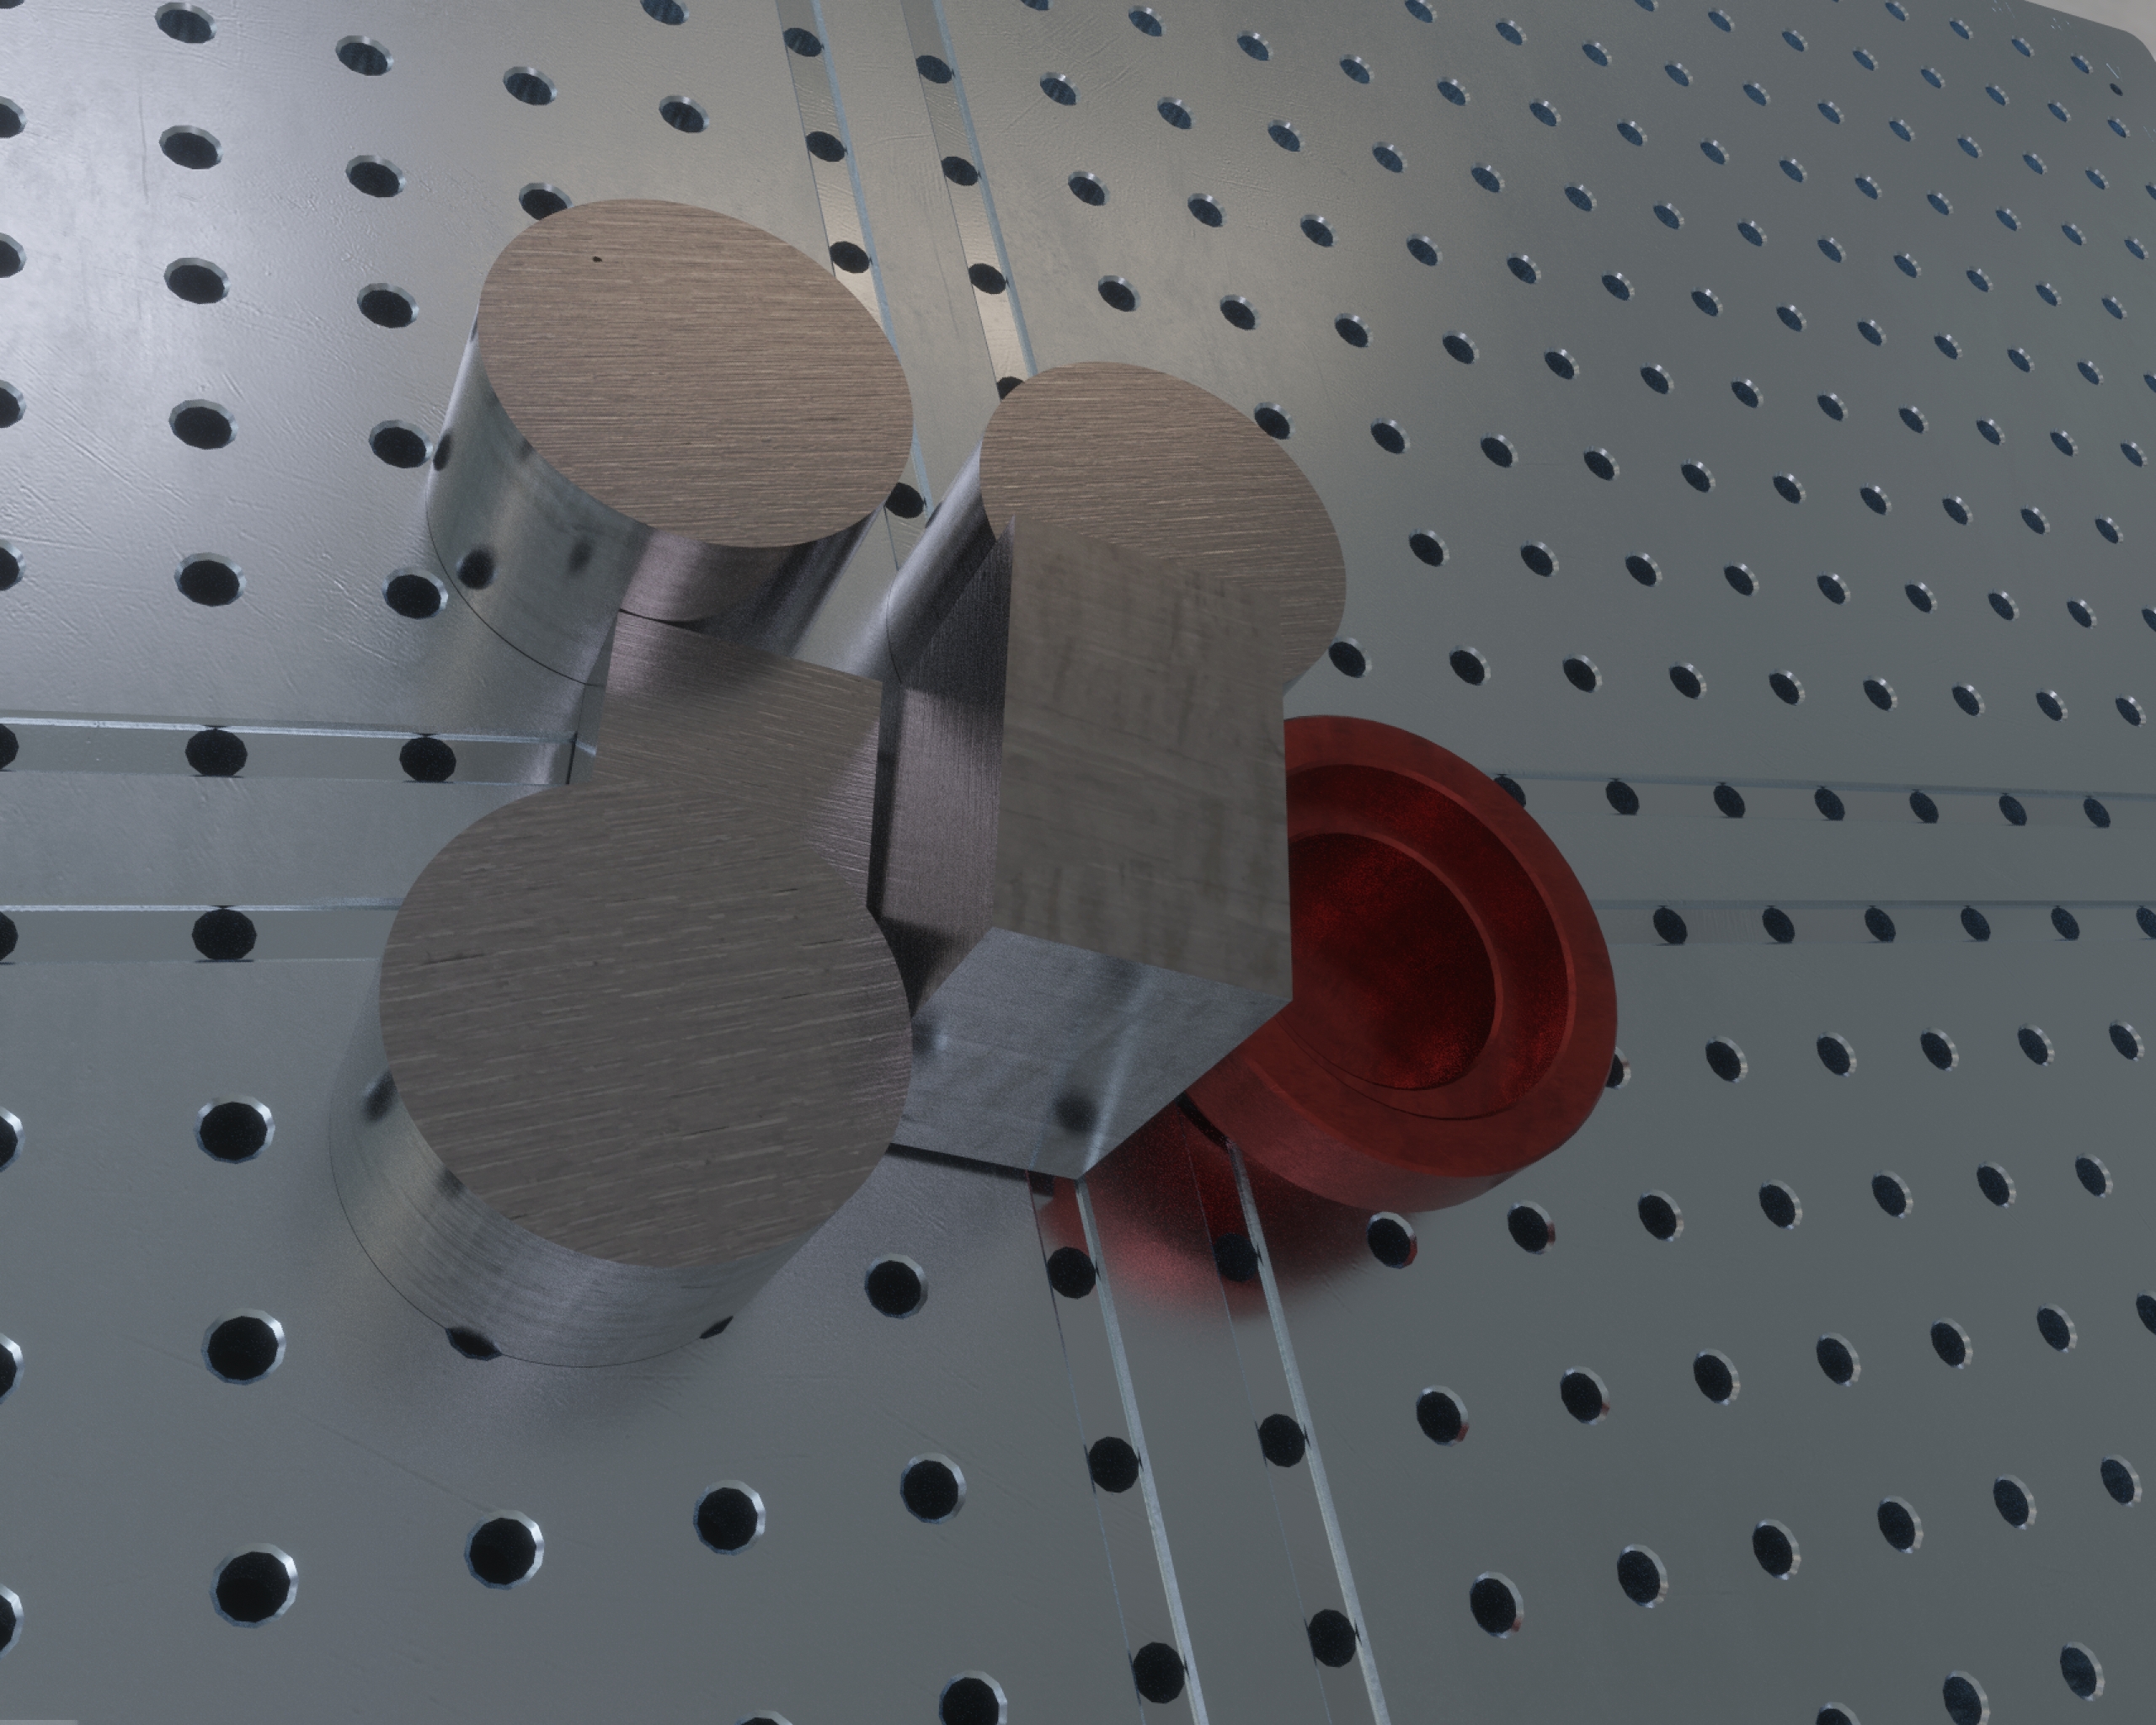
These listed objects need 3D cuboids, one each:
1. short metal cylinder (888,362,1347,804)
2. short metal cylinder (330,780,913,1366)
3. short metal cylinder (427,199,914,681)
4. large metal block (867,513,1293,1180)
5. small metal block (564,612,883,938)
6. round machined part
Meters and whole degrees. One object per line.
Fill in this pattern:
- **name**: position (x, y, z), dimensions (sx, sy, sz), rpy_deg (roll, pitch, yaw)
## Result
- **short metal cylinder**: position (0.008, -0.055, 0.429), dimensions (0.081, 0.050, 0.080), rpy_deg (14, 56, -21)
- **short metal cylinder**: position (-0.073, 0.034, 0.332), dimensions (0.081, 0.050, 0.080), rpy_deg (14, 56, -21)
- **short metal cylinder**: position (-0.078, -0.078, 0.397), dimensions (0.081, 0.050, 0.080), rpy_deg (14, 56, -21)
- **large metal block**: position (-0.005, 0.000, 0.366), dimensions (0.050, 0.080, 0.080), rpy_deg (15, 56, -20)
- **small metal block**: position (-0.065, -0.012, 0.380), dimensions (0.050, 0.025, 0.050), rpy_deg (14, 56, -21)
- **round machined part**: position (0.053, 0.023, 0.411), dimensions (0.099, 0.042, 0.098), rpy_deg (14, 56, -21)
